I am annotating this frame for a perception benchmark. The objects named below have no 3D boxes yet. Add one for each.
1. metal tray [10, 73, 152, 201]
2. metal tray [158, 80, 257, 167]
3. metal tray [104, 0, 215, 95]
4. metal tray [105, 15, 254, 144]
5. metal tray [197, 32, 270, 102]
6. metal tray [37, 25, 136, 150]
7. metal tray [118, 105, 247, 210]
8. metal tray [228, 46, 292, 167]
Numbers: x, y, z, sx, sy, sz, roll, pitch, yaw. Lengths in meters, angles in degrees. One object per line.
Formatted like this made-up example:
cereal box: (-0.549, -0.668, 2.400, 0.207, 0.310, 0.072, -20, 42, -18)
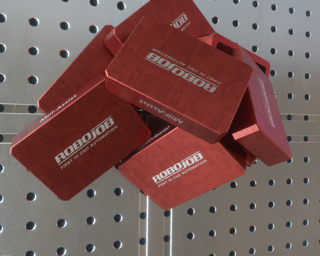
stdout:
metal tray: (-0.086, 0.011, 0.354, 0.130, 0.030, 0.090, -38, 118, -5)
metal tray: (0.062, -0.008, 0.401, 0.130, 0.090, 0.030, 46, 76, -14)
metal tray: (0.005, -0.114, 0.391, 0.090, 0.030, 0.130, 49, 61, -15)
metal tray: (0.021, -0.052, 0.324, 0.130, 0.030, 0.090, 27, 66, 2)
metal tray: (0.097, -0.063, 0.422, 0.131, 0.030, 0.090, 12, 85, -40)
metal tray: (-0.072, -0.049, 0.382, 0.090, 0.030, 0.130, 41, 77, -16)
metal tray: (0.024, 0.041, 0.372, 0.090, 0.130, 0.030, 45, 34, -16)
metal tray: (0.118, -0.028, 0.386, 0.090, 0.030, 0.130, 33, 43, -38)
